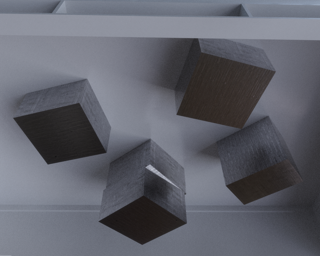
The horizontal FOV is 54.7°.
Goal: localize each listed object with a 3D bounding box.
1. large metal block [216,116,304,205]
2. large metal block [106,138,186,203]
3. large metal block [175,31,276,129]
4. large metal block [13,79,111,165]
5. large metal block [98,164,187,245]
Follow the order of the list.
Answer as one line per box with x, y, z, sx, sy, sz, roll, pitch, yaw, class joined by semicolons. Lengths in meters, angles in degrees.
0.128;0.043;0.411;0.080;0.080;0.050;-30;124;22;large metal block
-0.019;0.074;0.455;0.080;0.050;0.080;-31;124;23;large metal block
0.068;-0.052;0.349;0.081;0.050;0.079;12;129;-10;large metal block
-0.116;-0.006;0.386;0.080;0.050;0.080;-12;129;9;large metal block
-0.022;0.105;0.416;0.080;0.050;0.080;-35;123;25;large metal block
